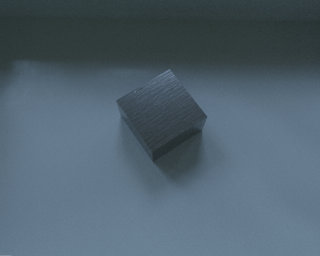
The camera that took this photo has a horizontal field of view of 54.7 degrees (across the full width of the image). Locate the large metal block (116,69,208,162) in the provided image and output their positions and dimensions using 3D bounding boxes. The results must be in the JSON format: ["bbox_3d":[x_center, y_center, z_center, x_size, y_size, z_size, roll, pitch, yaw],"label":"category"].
[{"bbox_3d":[0.002,-0.015,0.402,0.080,0.050,0.080,-32,74,-11],"label":"large metal block"}]
